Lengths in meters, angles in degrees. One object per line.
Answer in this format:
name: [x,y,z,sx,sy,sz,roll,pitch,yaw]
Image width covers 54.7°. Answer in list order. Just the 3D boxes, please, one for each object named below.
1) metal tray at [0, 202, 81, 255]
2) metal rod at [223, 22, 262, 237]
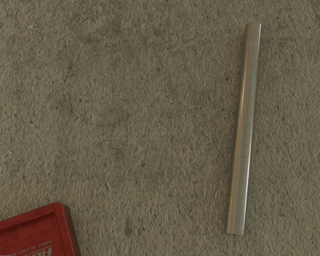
metal tray: [-0.161,0.148,0.349,0.131,0.030,0.090,-18,71,-7]
metal rod: [0.114,-0.013,0.414,0.025,0.025,0.299,10,70,3]
